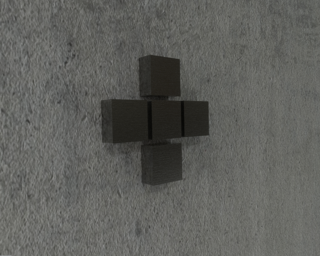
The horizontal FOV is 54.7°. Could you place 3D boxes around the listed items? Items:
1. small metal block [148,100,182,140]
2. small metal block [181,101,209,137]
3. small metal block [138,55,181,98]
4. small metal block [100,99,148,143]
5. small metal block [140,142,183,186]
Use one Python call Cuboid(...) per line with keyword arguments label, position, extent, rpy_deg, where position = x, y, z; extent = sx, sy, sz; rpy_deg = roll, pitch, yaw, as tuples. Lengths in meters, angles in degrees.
Cuboid(label="small metal block", position=(0.001, -0.011, 0.409), extent=(0.050, 0.025, 0.050), rpy_deg=(-2, 92, -40))
Cuboid(label="small metal block", position=(0.044, -0.013, 0.446), extent=(0.050, 0.025, 0.050), rpy_deg=(-2, 92, -40))
Cuboid(label="small metal block", position=(0.000, -0.067, 0.408), extent=(0.050, 0.025, 0.050), rpy_deg=(-2, 92, -40))
Cuboid(label="small metal block", position=(-0.042, -0.008, 0.372), extent=(0.050, 0.025, 0.050), rpy_deg=(-2, 92, -40))
Cuboid(label="small metal block", position=(0.002, 0.046, 0.411), extent=(0.050, 0.025, 0.050), rpy_deg=(-3, 92, -40))
